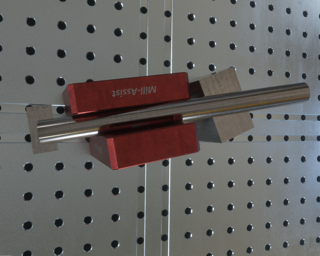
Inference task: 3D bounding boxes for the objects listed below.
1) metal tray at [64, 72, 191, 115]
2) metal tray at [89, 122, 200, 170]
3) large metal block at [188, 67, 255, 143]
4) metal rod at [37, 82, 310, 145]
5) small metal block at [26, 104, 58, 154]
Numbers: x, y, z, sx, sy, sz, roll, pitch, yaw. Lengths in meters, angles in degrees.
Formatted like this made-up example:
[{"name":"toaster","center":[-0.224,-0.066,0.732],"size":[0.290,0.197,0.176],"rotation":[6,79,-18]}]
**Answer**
[{"name":"metal tray","center":[-0.042,-0.039,0.362],"size":[0.131,0.090,0.030],"rotation":[-10,95,-20]},{"name":"metal tray","center":[-0.025,0.015,0.348],"size":[0.091,0.130,0.030],"rotation":[-10,94,-20]},{"name":"large metal block","center":[0.067,-0.028,0.408],"size":[0.050,0.080,0.080],"rotation":[-24,98,-19]},{"name":"metal rod","center":[0.025,-0.019,0.343],"size":[0.302,0.025,0.025],"rotation":[-9,94,-11]},{"name":"small metal block","center":[-0.133,0.001,0.350],"size":[0.025,0.050,0.050],"rotation":[-9,93,-20]}]
